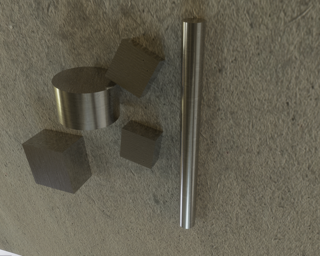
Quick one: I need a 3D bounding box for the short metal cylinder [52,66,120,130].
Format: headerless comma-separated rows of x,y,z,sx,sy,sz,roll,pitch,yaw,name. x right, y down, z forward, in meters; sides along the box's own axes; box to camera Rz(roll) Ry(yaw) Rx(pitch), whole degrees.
-0.092,-0.040,0.394,0.080,0.080,0.050,16,125,19,short metal cylinder

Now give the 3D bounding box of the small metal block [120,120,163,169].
-0.027,0.023,0.434,0.050,0.025,0.050,20,126,15,small metal block

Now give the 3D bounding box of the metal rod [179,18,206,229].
0.038,0.017,0.395,0.025,0.025,0.298,12,124,21,metal rod

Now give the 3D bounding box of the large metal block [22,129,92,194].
-0.167,0.053,0.509,0.080,0.050,0.079,9,122,23,large metal block

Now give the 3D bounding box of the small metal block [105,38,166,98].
-0.030,-0.072,0.369,0.050,0.025,0.050,33,114,5,small metal block
